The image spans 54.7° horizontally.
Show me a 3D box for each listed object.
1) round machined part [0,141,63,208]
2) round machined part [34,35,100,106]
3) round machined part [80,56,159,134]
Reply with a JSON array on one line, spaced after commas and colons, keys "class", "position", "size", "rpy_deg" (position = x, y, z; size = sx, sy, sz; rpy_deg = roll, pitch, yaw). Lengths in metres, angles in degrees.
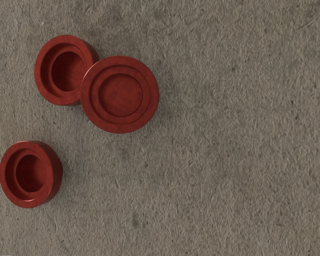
[{"class": "round machined part", "position": [-0.187, 0.067, 0.466], "size": [0.098, 0.042, 0.097], "rpy_deg": [0, 90, 20]}, {"class": "round machined part", "position": [-0.126, -0.080, 0.444], "size": [0.098, 0.042, 0.097], "rpy_deg": [0, 90, 20]}, {"class": "round machined part", "position": [-0.051, -0.043, 0.407], "size": [0.099, 0.042, 0.097], "rpy_deg": [0, 93, -2]}]
